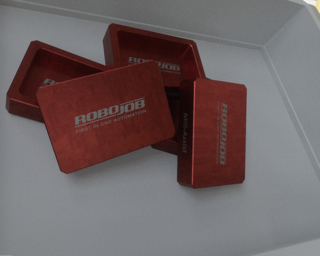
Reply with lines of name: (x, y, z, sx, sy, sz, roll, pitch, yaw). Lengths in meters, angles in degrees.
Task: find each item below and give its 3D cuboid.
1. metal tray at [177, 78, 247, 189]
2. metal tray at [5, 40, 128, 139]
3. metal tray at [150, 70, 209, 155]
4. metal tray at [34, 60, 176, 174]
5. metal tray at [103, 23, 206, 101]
metal tray: (0.068, 0.007, 0.393, 0.091, 0.030, 0.129, 2, 89, -34)
metal tray: (-0.101, -0.043, 0.371, 0.131, 0.030, 0.090, 18, 55, -18)
metal tray: (0.038, -0.023, 0.436, 0.091, 0.030, 0.130, 18, 55, -18)
metal tray: (-0.056, -0.015, 0.337, 0.131, 0.030, 0.089, -18, 101, -19)
metal tray: (-0.005, -0.084, 0.412, 0.131, 0.030, 0.090, 3, 60, -27)
